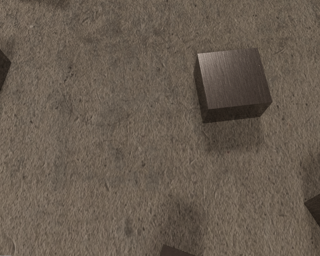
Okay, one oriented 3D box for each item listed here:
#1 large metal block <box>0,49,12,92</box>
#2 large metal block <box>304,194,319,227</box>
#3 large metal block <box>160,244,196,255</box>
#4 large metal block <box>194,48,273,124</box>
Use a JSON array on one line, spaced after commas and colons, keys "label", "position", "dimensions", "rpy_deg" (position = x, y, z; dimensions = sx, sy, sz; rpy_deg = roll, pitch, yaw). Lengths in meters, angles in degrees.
[{"label": "large metal block", "position": [-0.264, -0.074, 0.419], "dimensions": [0.080, 0.050, 0.080], "rpy_deg": [9, 70, 3]}, {"label": "large metal block", "position": [0.222, 0.103, 0.344], "dimensions": [0.050, 0.080, 0.080], "rpy_deg": [-26, 72, -9]}, {"label": "large metal block", "position": [0.015, 0.169, 0.318], "dimensions": [0.050, 0.080, 0.080], "rpy_deg": [18, 71, 6]}, {"label": "large metal block", "position": [0.094, -0.056, 0.417], "dimensions": [0.081, 0.050, 0.080], "rpy_deg": [-7, 70, -3]}]
